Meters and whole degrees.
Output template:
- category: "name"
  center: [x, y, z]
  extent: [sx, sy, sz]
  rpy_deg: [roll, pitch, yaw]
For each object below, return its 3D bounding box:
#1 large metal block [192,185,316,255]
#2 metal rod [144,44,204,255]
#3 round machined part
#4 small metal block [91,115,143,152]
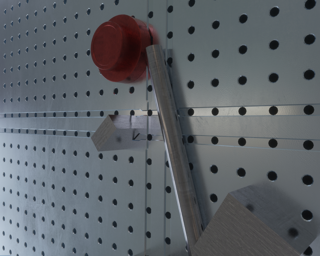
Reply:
- category: "large metal block"
  center: [0.093, 0.119, 0.316]
  extent: [0.080, 0.050, 0.079]
  rpy_deg: [40, 114, 32]
- category: "metal rod"
  center: [0.022, 0.037, 0.391]
  extent: [0.025, 0.025, 0.299]
  rpy_deg: [-20, 77, 38]
- category: "round machined part"
  center: [-0.063, -0.116, 0.451]
  extent: [0.098, 0.042, 0.097]
  rpy_deg: [0, 90, 40]
- category: "small metal block"
  center: [-0.062, 0.007, 0.444]
  extent: [0.050, 0.050, 0.025]
  rpy_deg: [-48, 62, 29]
